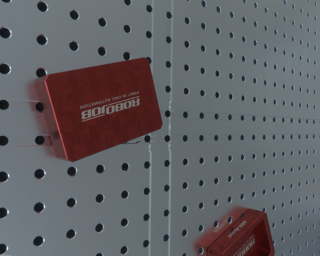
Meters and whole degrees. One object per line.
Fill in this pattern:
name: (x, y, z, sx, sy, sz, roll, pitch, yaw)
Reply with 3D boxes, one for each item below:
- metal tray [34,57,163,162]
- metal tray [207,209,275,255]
metal tray: (-0.062, -0.025, 0.353, 0.131, 0.030, 0.090, -21, 103, -38)
metal tray: (0.141, 0.208, 0.522, 0.131, 0.030, 0.090, -26, 107, -37)
